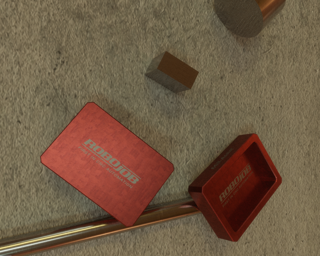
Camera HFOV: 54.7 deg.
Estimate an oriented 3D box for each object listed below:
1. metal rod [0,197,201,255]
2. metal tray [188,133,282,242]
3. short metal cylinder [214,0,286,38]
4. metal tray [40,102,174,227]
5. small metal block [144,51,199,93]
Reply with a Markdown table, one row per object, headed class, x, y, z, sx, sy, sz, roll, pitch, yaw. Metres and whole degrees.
| class | x | y | z | sx | sy | sz | roll | pitch | yaw |
| --- | --- | --- | --- | --- | --- | --- | --- | --- | --- |
| metal rod | -0.070 | 0.122 | 0.384 | 0.303 | 0.025 | 0.025 | -7 | 93 | -20 |
| metal tray | 0.109 | 0.079 | 0.432 | 0.131 | 0.030 | 0.090 | -39 | 103 | -30 |
| short metal cylinder | 0.122 | -0.173 | 0.426 | 0.050 | 0.080 | 0.080 | -46 | 105 | -14 |
| metal tray | -0.061 | 0.043 | 0.371 | 0.130 | 0.030 | 0.090 | 39 | 77 | -5 |
| small metal block | 0.014 | -0.071 | 0.402 | 0.050 | 0.050 | 0.025 | 29 | 81 | -18 |
